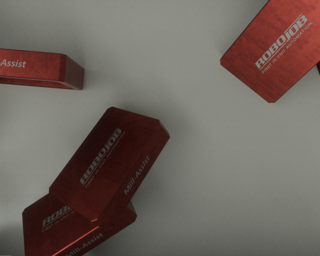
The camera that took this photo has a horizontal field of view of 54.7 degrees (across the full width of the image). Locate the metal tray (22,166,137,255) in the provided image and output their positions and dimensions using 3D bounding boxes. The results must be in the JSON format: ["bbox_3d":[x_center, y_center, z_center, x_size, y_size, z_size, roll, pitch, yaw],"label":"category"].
[{"bbox_3d":[-0.102,0.106,0.379,0.130,0.090,0.030,-33,133,-1],"label":"metal tray"}]

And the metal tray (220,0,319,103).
[{"bbox_3d":[0.148,-0.104,0.375,0.090,0.030,0.129,39,126,-1],"label":"metal tray"}]

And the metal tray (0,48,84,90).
[{"bbox_3d":[-0.168,-0.071,0.376,0.131,0.090,0.030,5,90,-1],"label":"metal tray"}]

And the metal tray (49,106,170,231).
[{"bbox_3d":[-0.059,0.041,0.363,0.090,0.030,0.130,17,65,38],"label":"metal tray"}]

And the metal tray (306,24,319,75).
[{"bbox_3d":[0.238,-0.114,0.352,0.030,0.129,0.090,-3,73,-26],"label":"metal tray"}]
